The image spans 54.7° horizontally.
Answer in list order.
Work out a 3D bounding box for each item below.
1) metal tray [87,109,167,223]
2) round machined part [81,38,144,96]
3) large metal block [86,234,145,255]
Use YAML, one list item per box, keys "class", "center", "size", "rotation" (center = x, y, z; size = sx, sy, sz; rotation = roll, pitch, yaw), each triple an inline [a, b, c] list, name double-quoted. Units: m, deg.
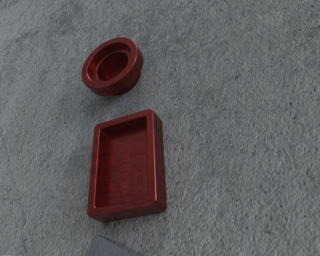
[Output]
- class: "metal tray"
  center: [-0.041, 0.046, 0.392]
  size: [0.090, 0.030, 0.130]
  rotation: [-15, 55, 19]
- class: "round machined part"
  center: [-0.069, -0.090, 0.482]
  size: [0.098, 0.042, 0.098]
  rotation: [-13, 56, 20]
- class: "large metal block"
  center: [-0.040, 0.164, 0.307]
  size: [0.080, 0.050, 0.080]
  rotation: [15, 69, 34]
